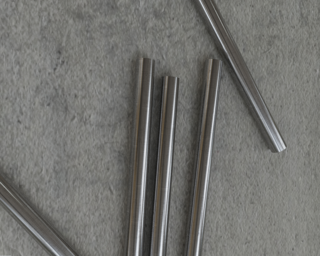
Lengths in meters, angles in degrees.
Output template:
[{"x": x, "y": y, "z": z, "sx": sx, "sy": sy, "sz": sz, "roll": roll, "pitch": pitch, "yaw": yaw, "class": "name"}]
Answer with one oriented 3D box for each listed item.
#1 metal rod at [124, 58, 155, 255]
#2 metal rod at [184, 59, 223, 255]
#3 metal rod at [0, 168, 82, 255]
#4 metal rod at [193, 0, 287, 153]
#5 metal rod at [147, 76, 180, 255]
[{"x": -0.028, "y": 0.061, "z": 0.399, "sx": 0.025, "sy": 0.025, "sz": 0.298, "roll": 4, "pitch": 89, "yaw": -20, "class": "metal rod"}, {"x": 0.059, "y": 0.054, "z": 0.432, "sx": 0.025, "sy": 0.025, "sz": 0.298, "roll": 7, "pitch": 88, "yaw": -20, "class": "metal rod"}, {"x": -0.152, "y": 0.098, "z": 0.353, "sx": 0.025, "sy": 0.025, "sz": 0.299, "roll": -41, "pitch": 103, "yaw": -16, "class": "metal rod"}, {"x": 0.110, "y": -0.095, "z": 0.450, "sx": 0.025, "sy": 0.025, "sz": 0.299, "roll": -34, "pitch": 101, "yaw": -17, "class": "metal rod"}, {"x": 0.002, "y": 0.082, "z": 0.411, "sx": 0.025, "sy": 0.025, "sz": 0.298, "roll": 5, "pitch": 88, "yaw": -20, "class": "metal rod"}]
